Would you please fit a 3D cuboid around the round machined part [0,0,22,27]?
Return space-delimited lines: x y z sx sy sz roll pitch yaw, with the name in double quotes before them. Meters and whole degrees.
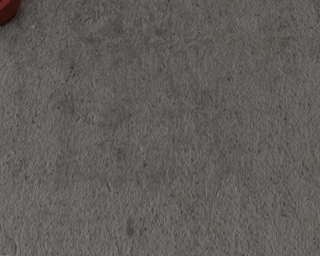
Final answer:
"round machined part" -0.258 -0.192 0.468 0.099 0.042 0.098 0 70 0
